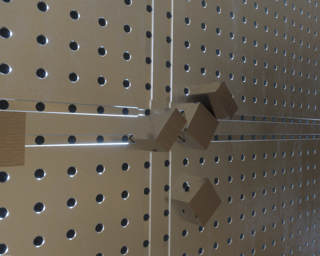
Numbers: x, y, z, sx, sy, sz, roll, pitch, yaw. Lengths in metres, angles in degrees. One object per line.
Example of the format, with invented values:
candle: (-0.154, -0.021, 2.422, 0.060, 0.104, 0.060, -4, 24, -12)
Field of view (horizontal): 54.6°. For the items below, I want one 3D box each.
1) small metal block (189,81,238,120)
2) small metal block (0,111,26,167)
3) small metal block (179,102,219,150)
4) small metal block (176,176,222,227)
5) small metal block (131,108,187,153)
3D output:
small metal block: (0.079, -0.039, 0.458, 0.025, 0.050, 0.050, -50, 119, -29)
small metal block: (-0.152, 0.009, 0.281, 0.050, 0.025, 0.050, 2, 89, -40)
small metal block: (0.054, -0.002, 0.453, 0.050, 0.025, 0.050, 42, 65, -32)
small metal block: (0.059, 0.108, 0.457, 0.050, 0.025, 0.050, -45, 117, -31)
small metal block: (-0.002, 0.002, 0.391, 0.025, 0.050, 0.050, 48, 62, -30)
